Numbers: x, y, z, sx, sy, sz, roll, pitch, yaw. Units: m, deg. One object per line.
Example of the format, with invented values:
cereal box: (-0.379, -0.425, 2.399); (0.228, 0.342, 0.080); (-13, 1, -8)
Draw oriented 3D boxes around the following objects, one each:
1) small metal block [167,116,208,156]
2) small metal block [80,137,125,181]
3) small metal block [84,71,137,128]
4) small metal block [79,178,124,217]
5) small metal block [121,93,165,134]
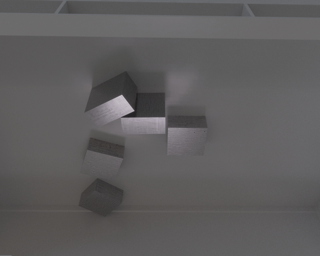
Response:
small metal block: (0.035, 0.011, 0.418); (0.050, 0.025, 0.050); (0, 130, -1)
small metal block: (-0.083, 0.046, 0.447); (0.050, 0.025, 0.050); (15, 129, -13)
small metal block: (-0.056, -0.034, 0.363); (0.050, 0.050, 0.025); (-23, 127, 18)
small metal block: (-0.096, 0.114, 0.505); (0.050, 0.025, 0.050); (31, 123, -24)
small metal block: (-0.019, -0.019, 0.377); (0.050, 0.050, 0.025); (0, 130, 0)
